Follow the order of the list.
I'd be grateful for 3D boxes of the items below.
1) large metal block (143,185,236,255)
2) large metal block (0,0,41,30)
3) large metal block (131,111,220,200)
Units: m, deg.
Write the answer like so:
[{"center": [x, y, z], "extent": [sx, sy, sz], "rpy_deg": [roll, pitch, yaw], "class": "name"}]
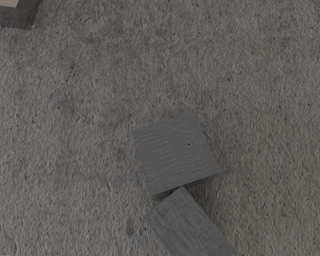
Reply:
[{"center": [0.028, 0.116, 0.337], "extent": [0.050, 0.080, 0.080], "rpy_deg": [-37, 74, -12], "class": "large metal block"}, {"center": [-0.233, -0.201, 0.466], "extent": [0.080, 0.050, 0.080], "rpy_deg": [8, 70, 3], "class": "large metal block"}, {"center": [0.017, 0.035, 0.382], "extent": [0.080, 0.050, 0.080], "rpy_deg": [-18, 71, -7], "class": "large metal block"}]
